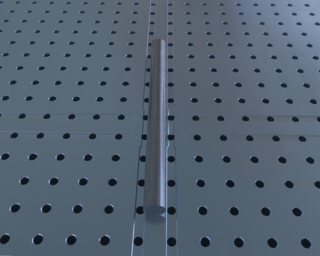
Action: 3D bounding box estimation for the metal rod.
[{"bbox_3d":[-0.004,-0.026,0.430,0.025,0.025,0.300,1,50,0],"label":"metal rod"}]
